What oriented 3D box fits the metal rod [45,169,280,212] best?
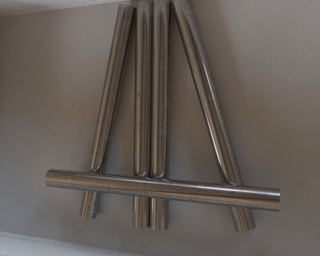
[{"bbox_3d":[-0.012,0.074,0.386,0.301,0.025,0.025,2,91,20],"label":"metal rod"}]

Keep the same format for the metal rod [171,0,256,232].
[{"bbox_3d":[0.065,-0.023,0.386,0.025,0.025,0.299,-17,84,19],"label":"metal rod"}]

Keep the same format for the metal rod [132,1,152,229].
[{"bbox_3d":[-0.022,-0.017,0.417,0.025,0.025,0.298,1,90,20],"label":"metal rod"}]

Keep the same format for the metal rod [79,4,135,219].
[{"bbox_3d":[-0.074,-0.020,0.435,0.025,0.025,0.298,13,94,19],"label":"metal rod"}]

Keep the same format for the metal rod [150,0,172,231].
[{"bbox_3d":[0.001,-0.018,0.409,0.025,0.025,0.298,1,90,20],"label":"metal rod"}]
